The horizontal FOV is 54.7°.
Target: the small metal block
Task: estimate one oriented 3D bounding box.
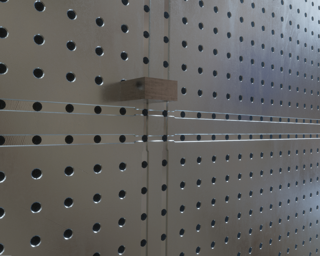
[{"bbox_3d":[-0.014,-0.046,0.383,0.050,0.050,0.025,0,91,-40],"label":"small metal block"}]
